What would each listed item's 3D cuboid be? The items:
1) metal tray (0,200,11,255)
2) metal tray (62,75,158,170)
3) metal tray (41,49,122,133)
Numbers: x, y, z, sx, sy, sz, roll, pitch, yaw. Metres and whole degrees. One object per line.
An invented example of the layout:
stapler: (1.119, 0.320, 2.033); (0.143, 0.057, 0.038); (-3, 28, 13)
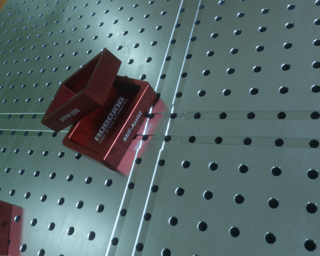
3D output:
metal tray: (-0.282, 0.167, 0.452); (0.130, 0.030, 0.090); (-24, 53, 13)
metal tray: (-0.073, -0.014, 0.452); (0.090, 0.030, 0.130); (18, 71, 35)
metal tray: (-0.119, -0.053, 0.464); (0.130, 0.030, 0.090); (-23, 40, 40)
